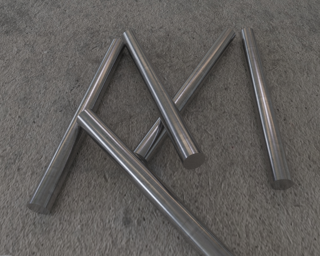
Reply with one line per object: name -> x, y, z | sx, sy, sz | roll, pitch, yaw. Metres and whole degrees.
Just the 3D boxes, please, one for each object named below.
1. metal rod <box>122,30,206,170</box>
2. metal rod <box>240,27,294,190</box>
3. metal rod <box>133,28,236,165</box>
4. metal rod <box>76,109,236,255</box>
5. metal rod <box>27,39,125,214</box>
metal rod -> -0.009, -0.061, 0.429 | 0.025, 0.025, 0.300 | -14, 44, -11
metal rod -> 0.145, -0.051, 0.446 | 0.025, 0.025, 0.300 | 2, 50, 2
metal rod -> 0.047, -0.063, 0.455 | 0.025, 0.025, 0.301 | 23, 54, 18
metal rod -> 0.007, 0.078, 0.324 | 0.025, 0.025, 0.300 | -35, 62, -26
metal rod -> -0.100, -0.026, 0.424 | 0.025, 0.025, 0.300 | 9, 50, 7
